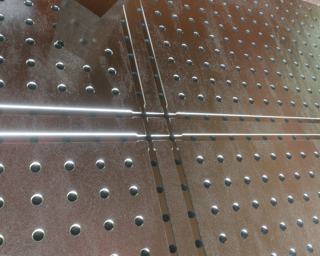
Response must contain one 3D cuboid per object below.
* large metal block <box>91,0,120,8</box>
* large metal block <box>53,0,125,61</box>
[{"bbox_3d":[-0.091,-0.249,0.494,0.080,0.050,0.080,45,51,3],"label":"large metal block"},{"bbox_3d":[-0.092,-0.152,0.415,0.050,0.080,0.080,33,52,-7],"label":"large metal block"}]
